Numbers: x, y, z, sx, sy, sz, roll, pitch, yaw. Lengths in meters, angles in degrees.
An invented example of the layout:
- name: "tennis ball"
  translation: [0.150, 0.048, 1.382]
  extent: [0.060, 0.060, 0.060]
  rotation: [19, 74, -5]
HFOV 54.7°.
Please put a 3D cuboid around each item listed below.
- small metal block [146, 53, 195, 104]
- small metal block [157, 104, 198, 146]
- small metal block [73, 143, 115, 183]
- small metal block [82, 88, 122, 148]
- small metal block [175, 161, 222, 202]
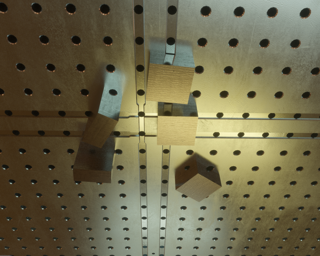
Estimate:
- name: "small metal block"
  translation: [0.011, -0.057, 0.363]
  extent: [0.050, 0.025, 0.050]
  rotation: [5, 130, -5]
- name: "small metal block"
  translation: [0.022, -0.004, 0.409]
  extent: [0.050, 0.025, 0.050]
  rotation: [1, 130, -2]
- name: "small metal block"
  translation: [-0.091, 0.049, 0.435]
  extent: [0.050, 0.050, 0.025]
  rotation: [5, 130, -5]
- name: "small metal block"
  translation: [-0.071, -0.012, 0.384]
  extent: [0.025, 0.050, 0.050]
  rotation: [24, 126, -19]
- name: "small metal block"
  translation: [0.059, 0.085, 0.485]
  extent: [0.050, 0.025, 0.050]
  rotation: [32, 123, -25]
